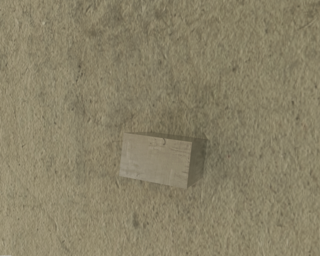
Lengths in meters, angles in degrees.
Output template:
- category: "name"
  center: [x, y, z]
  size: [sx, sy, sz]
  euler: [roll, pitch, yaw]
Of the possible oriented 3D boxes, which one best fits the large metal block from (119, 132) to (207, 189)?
- category: "large metal block"
  center: [0.007, 0.035, 0.377]
  size: [0.080, 0.080, 0.050]
  euler: [7, 93, 20]
